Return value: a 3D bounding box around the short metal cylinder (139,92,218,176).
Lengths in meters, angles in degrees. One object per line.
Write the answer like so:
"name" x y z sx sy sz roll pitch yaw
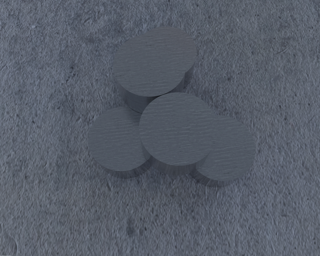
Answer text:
"short metal cylinder" 0.019 0.008 0.339 0.081 0.050 0.080 0 70 -1

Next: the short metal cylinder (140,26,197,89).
"short metal cylinder" 0.008 -0.092 0.430 0.081 0.050 0.080 0 70 0

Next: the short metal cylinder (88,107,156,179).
"short metal cylinder" -0.044 0.020 0.388 0.081 0.050 0.080 0 70 0

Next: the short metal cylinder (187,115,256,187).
"short metal cylinder" 0.071 0.030 0.385 0.081 0.050 0.080 0 70 0

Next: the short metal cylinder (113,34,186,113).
"short metal cylinder" -0.011 -0.062 0.365 0.080 0.050 0.080 0 70 0
